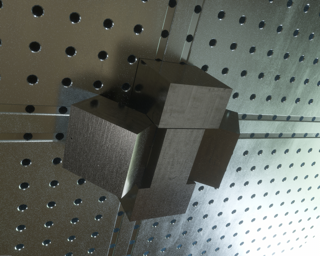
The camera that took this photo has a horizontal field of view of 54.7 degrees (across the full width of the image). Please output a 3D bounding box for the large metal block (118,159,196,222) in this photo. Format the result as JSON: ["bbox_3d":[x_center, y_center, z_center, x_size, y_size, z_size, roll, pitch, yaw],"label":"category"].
[{"bbox_3d":[-0.012,0.073,0.414,0.081,0.080,0.050,1,118,-29],"label":"large metal block"}]

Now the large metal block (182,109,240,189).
[{"bbox_3d":[0.068,0.021,0.416,0.050,0.080,0.079,17,114,5],"label":"large metal block"}]

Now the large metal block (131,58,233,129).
[{"bbox_3d":[0.022,-0.041,0.363,0.081,0.080,0.050,1,118,-29],"label":"large metal block"}]

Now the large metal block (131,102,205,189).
[{"bbox_3d":[0.003,0.017,0.388,0.050,0.080,0.079,1,118,-29],"label":"large metal block"}]

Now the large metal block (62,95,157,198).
[{"bbox_3d":[-0.057,0.018,0.349,0.050,0.080,0.079,-36,146,-60],"label":"large metal block"}]
